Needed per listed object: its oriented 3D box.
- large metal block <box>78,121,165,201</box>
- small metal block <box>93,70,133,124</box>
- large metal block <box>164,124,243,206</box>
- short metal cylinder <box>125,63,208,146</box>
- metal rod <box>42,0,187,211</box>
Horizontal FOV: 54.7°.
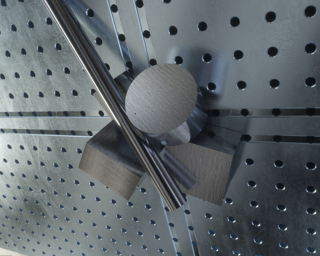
[{"bbox_3d":[-0.049,0.037,0.422,0.080,0.080,0.050,32,128,7],"label":"large metal block"},{"bbox_3d":[-0.052,-0.040,0.413,0.050,0.025,0.050,-27,104,37],"label":"small metal block"},{"bbox_3d":[0.051,0.041,0.391,0.080,0.050,0.079,16,125,18],"label":"large metal block"},{"bbox_3d":[0.009,-0.025,0.346,0.080,0.080,0.050,8,166,23],"label":"short metal cylinder"},{"bbox_3d":[-0.055,-0.033,0.379,0.025,0.025,0.299,-31,90,37],"label":"metal rod"}]
